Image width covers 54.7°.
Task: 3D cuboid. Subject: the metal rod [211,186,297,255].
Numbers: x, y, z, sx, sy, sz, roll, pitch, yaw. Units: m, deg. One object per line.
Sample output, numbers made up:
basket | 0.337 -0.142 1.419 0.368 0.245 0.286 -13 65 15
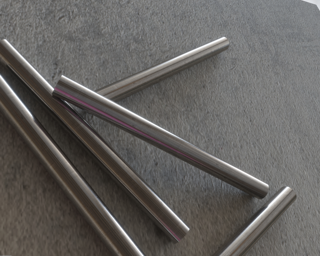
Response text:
metal rod | 0.077 0.149 0.356 0.302 0.025 0.025 -26 76 -37

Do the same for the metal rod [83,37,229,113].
metal rod | 0.014 -0.090 0.467 0.302 0.025 0.025 -32 80 -38

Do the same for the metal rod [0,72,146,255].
metal rod | -0.096 0.051 0.321 0.300 0.025 0.025 50 51 6

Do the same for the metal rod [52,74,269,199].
metal rod | 0.014 0.020 0.385 0.301 0.025 0.025 28 52 -17

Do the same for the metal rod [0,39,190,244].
metal rod | -0.081 0.013 0.353 0.300 0.025 0.025 45 51 3
